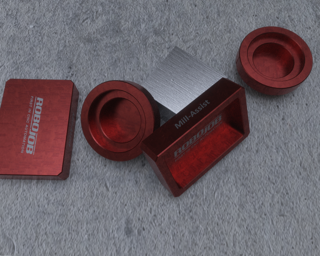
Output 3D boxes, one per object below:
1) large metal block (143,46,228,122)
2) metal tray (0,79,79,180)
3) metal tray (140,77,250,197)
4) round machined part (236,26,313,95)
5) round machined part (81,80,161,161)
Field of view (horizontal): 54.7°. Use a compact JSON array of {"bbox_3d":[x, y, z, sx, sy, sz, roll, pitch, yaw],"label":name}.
[{"bbox_3d":[0.030,-0.048,0.413,0.080,0.050,0.080,34,73,11],"label":"large metal block"},{"bbox_3d":[-0.161,0.000,0.403,0.091,0.030,0.130,1,70,0],"label":"metal tray"},{"bbox_3d":[0.048,0.012,0.367,0.130,0.090,0.030,-39,49,-13],"label":"metal tray"},{"bbox_3d":[0.155,-0.089,0.434,0.099,0.042,0.098,0,70,-1],"label":"round machined part"},{"bbox_3d":[-0.045,-0.011,0.387,0.098,0.042,0.097,3,99,20],"label":"round machined part"}]
